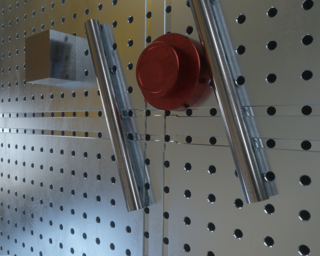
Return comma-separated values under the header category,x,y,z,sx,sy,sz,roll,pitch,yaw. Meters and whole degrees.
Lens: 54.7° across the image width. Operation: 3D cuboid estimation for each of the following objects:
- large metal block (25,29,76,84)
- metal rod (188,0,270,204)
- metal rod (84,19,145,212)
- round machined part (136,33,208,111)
category,x,y,z,sx,sy,sz,roll,pitch,yaw
large metal block,-0.195,-0.122,0.551,0.080,0.050,0.079,-1,90,39
metal rod,0.068,-0.067,0.352,0.025,0.025,0.299,-22,76,37
metal rod,-0.071,-0.026,0.465,0.025,0.025,0.299,-24,75,37
round machined part,0.008,-0.071,0.390,0.098,0.042,0.097,0,90,39
